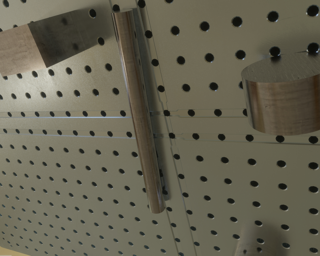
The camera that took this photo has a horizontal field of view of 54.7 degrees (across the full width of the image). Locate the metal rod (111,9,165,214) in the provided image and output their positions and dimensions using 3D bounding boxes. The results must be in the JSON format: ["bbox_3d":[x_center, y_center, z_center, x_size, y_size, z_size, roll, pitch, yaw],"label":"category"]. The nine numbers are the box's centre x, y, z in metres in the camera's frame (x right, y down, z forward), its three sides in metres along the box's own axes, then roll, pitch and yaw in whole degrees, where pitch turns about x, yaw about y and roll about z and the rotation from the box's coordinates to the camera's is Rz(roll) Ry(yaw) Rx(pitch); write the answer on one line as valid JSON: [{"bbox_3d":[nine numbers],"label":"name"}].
[{"bbox_3d":[-0.024,-0.003,0.421,0.025,0.025,0.298,6,121,25],"label":"metal rod"}]

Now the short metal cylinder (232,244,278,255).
[{"bbox_3d":[0.141,0.220,0.457,0.080,0.050,0.079,13,124,21],"label":"short metal cylinder"}]

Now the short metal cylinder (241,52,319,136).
[{"bbox_3d":[0.121,-0.034,0.291,0.080,0.080,0.050,-2,118,29],"label":"short metal cylinder"}]

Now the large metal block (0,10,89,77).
[{"bbox_3d":[-0.153,-0.107,0.390,0.080,0.080,0.050,-3,117,29],"label":"large metal block"}]
